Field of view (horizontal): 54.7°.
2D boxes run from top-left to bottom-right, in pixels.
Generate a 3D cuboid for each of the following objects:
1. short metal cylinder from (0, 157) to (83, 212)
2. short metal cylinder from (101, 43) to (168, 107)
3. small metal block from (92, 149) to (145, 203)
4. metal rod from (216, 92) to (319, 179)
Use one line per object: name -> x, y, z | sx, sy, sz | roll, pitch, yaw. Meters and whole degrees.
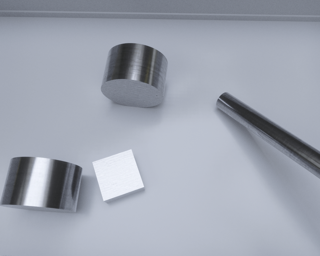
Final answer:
short metal cylinder -> -0.133, 0.067, 0.354 | 0.081, 0.080, 0.050 | 4, 70, 1
short metal cylinder -> -0.032, -0.066, 0.404 | 0.080, 0.080, 0.050 | 6, 70, 2
small metal block -> -0.051, 0.060, 0.387 | 0.050, 0.025, 0.050 | -18, 71, -7
metal rod -> 0.176, 0.042, 0.337 | 0.025, 0.025, 0.300 | -38, 52, -13
